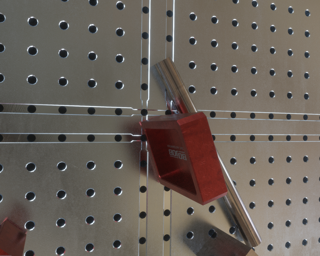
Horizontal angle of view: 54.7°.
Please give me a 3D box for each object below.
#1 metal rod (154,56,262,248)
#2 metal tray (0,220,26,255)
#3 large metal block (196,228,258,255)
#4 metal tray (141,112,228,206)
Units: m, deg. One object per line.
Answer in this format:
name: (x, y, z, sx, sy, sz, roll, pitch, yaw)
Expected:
metal rod: (0.072, 0.040, 0.439, 0.025, 0.025, 0.299, -31, 100, -17)
metal tray: (-0.194, 0.163, 0.306, 0.030, 0.090, 0.130, 44, 76, -15)
large metal block: (0.109, 0.194, 0.424, 0.050, 0.080, 0.080, -46, 104, -14)
metal tray: (0.022, 0.030, 0.365, 0.030, 0.130, 0.090, -19, 97, -19)
